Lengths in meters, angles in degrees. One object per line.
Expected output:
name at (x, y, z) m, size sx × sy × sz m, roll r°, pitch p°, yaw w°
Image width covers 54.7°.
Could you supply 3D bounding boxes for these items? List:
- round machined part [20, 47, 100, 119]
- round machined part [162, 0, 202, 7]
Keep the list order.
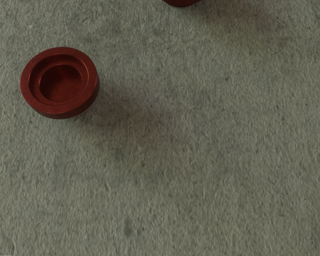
round machined part at (-0.131, -0.057, 0.418) m, size 0.099 × 0.042 × 0.098 m, roll 0°, pitch 70°, yaw -1°
round machined part at (0.033, -0.230, 0.484) m, size 0.099 × 0.042 × 0.098 m, roll 0°, pitch 70°, yaw -1°
